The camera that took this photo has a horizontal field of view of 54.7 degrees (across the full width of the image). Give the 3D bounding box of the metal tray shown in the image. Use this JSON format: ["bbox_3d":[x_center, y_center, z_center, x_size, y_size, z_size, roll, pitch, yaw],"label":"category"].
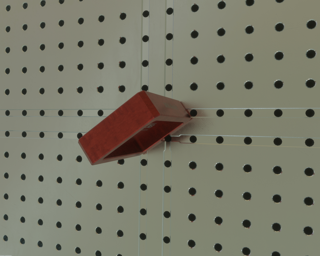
[{"bbox_3d":[-0.022,0.001,0.364,0.090,0.130,0.030,-36,78,16],"label":"metal tray"}]
